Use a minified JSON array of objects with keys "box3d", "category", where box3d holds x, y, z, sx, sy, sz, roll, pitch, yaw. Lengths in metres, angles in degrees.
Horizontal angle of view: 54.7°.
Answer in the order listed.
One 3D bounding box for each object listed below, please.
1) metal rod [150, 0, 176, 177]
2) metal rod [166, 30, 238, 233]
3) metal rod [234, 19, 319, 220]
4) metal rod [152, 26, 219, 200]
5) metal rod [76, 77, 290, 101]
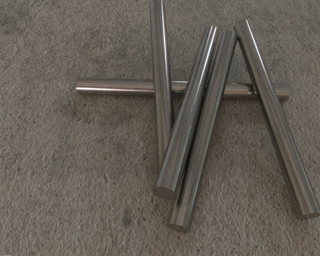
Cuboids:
[{"box3d":[0.003,-0.071,0.429,0.025,0.025,0.299,-2,60,-2],"category":"metal rod"},{"box3d":[0.062,-0.018,0.395,0.025,0.025,0.300,13,58,11],"category":"metal rod"},{"box3d":[0.143,-0.033,0.405,0.025,0.025,0.299,-4,58,-4],"category":"metal rod"},{"box3d":[0.044,-0.044,0.405,0.025,0.025,0.300,12,50,10],"category":"metal rod"},{"box3d":[0.032,-0.057,0.450,0.302,0.025,0.025,2,50,1],"category":"metal rod"}]
